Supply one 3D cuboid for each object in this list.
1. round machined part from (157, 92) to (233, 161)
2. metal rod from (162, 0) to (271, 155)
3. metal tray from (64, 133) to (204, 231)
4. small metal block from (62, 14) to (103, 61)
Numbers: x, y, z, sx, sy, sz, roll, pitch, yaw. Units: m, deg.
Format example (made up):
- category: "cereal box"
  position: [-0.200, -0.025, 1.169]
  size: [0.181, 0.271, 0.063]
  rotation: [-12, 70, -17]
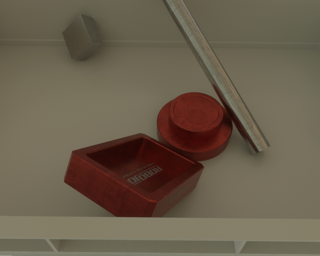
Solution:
- category: "round machined part"
  position: [0.045, -0.009, 0.402]
  size: [0.099, 0.042, 0.098]
  rotation: [0, 50, 0]
- category: "metal rod"
  position: [0.057, -0.102, 0.413]
  size: [0.025, 0.025, 0.299]
  rotation: [-24, 79, -19]
- category: "metal tray"
  position: [-0.019, 0.045, 0.316]
  size: [0.090, 0.030, 0.131]
  rotation: [27, 17, 21]
- category: "small metal block"
  position: [-0.124, -0.144, 0.495]
  size: [0.025, 0.050, 0.050]
  rotation: [-3, 66, -56]
